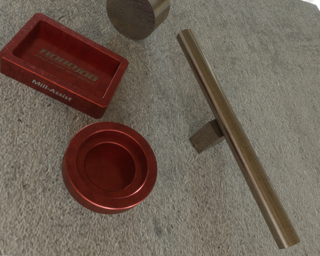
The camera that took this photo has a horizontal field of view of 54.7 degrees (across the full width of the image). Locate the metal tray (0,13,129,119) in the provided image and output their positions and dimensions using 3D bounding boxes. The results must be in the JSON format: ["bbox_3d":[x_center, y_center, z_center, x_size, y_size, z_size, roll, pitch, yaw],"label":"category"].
[{"bbox_3d":[-0.114,-0.078,0.387,0.131,0.030,0.090,27,52,-12],"label":"metal tray"}]

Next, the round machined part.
[{"bbox_3d":[-0.056,0.045,0.336,0.099,0.042,0.098,14,56,-21],"label":"round machined part"}]

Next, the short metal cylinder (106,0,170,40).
[{"bbox_3d":[-0.032,-0.180,0.462,0.080,0.080,0.050,37,51,-4],"label":"short metal cylinder"}]

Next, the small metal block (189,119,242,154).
[{"bbox_3d":[0.076,0.007,0.427,0.050,0.050,0.025,-22,74,-36],"label":"small metal block"}]

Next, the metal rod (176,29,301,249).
[{"bbox_3d":[0.089,-0.002,0.390,0.025,0.025,0.299,-10,67,-33],"label":"metal rod"}]
